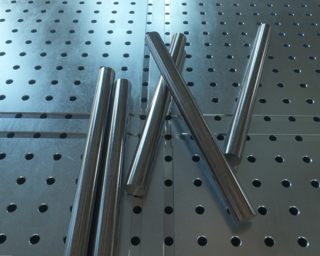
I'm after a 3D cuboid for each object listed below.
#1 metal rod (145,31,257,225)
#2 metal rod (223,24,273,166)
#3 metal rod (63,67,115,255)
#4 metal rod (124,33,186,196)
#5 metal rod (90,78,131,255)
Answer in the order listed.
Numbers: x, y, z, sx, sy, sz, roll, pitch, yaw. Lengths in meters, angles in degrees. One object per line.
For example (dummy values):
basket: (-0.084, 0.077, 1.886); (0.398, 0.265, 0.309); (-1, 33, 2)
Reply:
metal rod: (0.040, -0.021, 0.404); (0.025, 0.025, 0.299); (-16, 59, -13)
metal rod: (0.138, -0.069, 0.467); (0.025, 0.025, 0.301); (16, 52, 13)
metal rod: (-0.081, 0.030, 0.380); (0.025, 0.025, 0.300); (0, 50, 0)
metal rod: (0.002, -0.042, 0.443); (0.025, 0.025, 0.300); (10, 51, 7)
metal rod: (-0.055, 0.051, 0.364); (0.025, 0.025, 0.300); (0, 50, 0)
